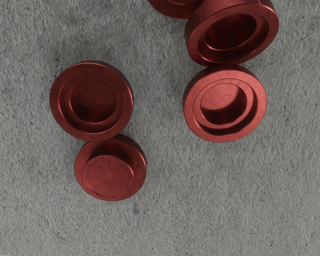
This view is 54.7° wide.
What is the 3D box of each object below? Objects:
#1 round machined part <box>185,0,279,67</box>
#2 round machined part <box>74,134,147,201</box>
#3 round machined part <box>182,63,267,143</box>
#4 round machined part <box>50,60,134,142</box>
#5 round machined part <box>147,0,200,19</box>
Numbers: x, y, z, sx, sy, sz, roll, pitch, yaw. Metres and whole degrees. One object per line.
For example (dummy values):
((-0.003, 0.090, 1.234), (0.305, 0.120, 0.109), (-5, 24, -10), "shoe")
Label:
((0.075, -0.113, 0.341), (0.099, 0.042, 0.098), (-8, 154, -4), "round machined part")
((-0.068, 0.059, 0.422), (0.099, 0.042, 0.097), (0, 110, 0), "round machined part")
((0.077, -0.034, 0.383), (0.099, 0.042, 0.097), (-1, 121, -1), "round machined part")
((-0.082, -0.036, 0.387), (0.099, 0.042, 0.097), (0, 110, 0), "round machined part")
((0.026, -0.170, 0.338), (0.099, 0.042, 0.097), (0, 110, 0), "round machined part")
